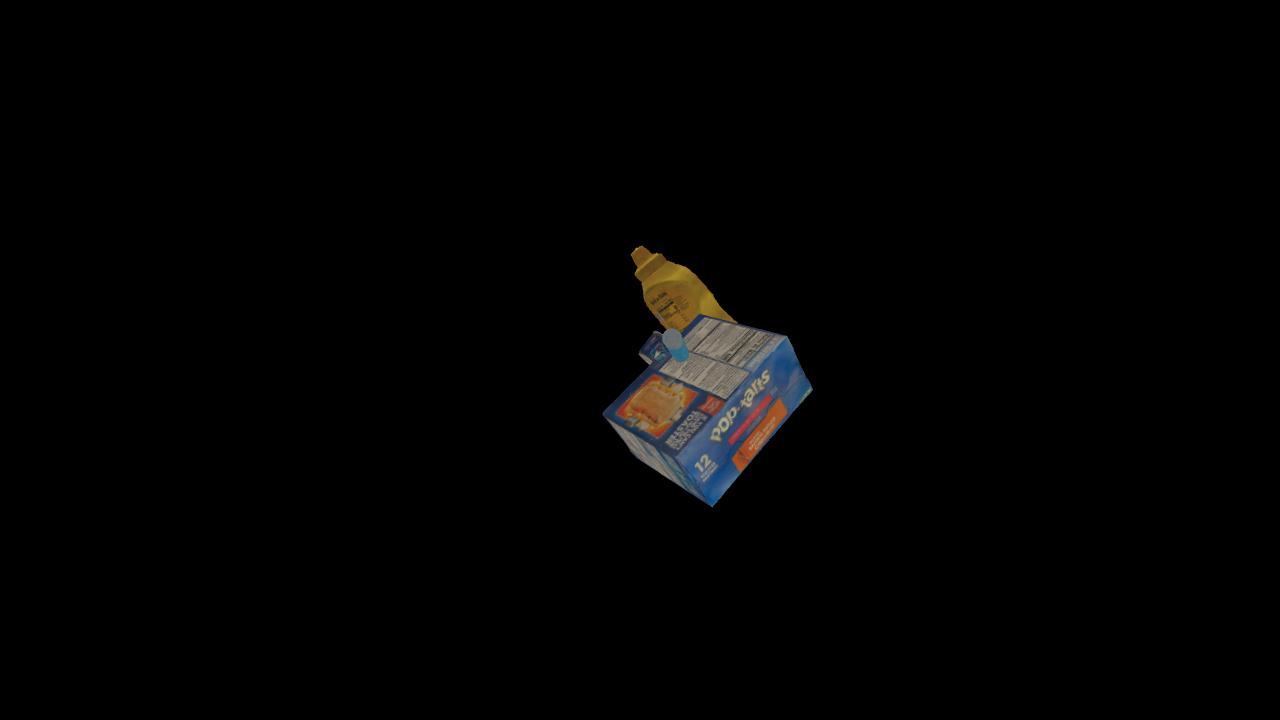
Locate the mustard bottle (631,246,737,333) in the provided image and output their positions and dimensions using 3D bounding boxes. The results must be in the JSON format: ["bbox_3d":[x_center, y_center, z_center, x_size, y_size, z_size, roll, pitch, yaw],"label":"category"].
[{"bbox_3d":[0.053,-0.066,0.760,0.054,0.184,0.092,-43,6,-27],"label":"mustard bottle"}]

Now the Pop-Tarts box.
[{"bbox_3d":[0.070,0.045,0.653,0.141,0.167,0.083,21,-27,54],"label":"Pop-Tarts box"}]

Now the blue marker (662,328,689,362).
[{"bbox_3d":[0.041,-0.010,0.641,0.020,0.020,0.121,0,-11,11],"label":"blue marker"}]

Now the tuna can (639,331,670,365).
[{"bbox_3d":[0.039,0.004,0.720,0.084,0.034,0.084,38,-4,3],"label":"tuna can"}]
